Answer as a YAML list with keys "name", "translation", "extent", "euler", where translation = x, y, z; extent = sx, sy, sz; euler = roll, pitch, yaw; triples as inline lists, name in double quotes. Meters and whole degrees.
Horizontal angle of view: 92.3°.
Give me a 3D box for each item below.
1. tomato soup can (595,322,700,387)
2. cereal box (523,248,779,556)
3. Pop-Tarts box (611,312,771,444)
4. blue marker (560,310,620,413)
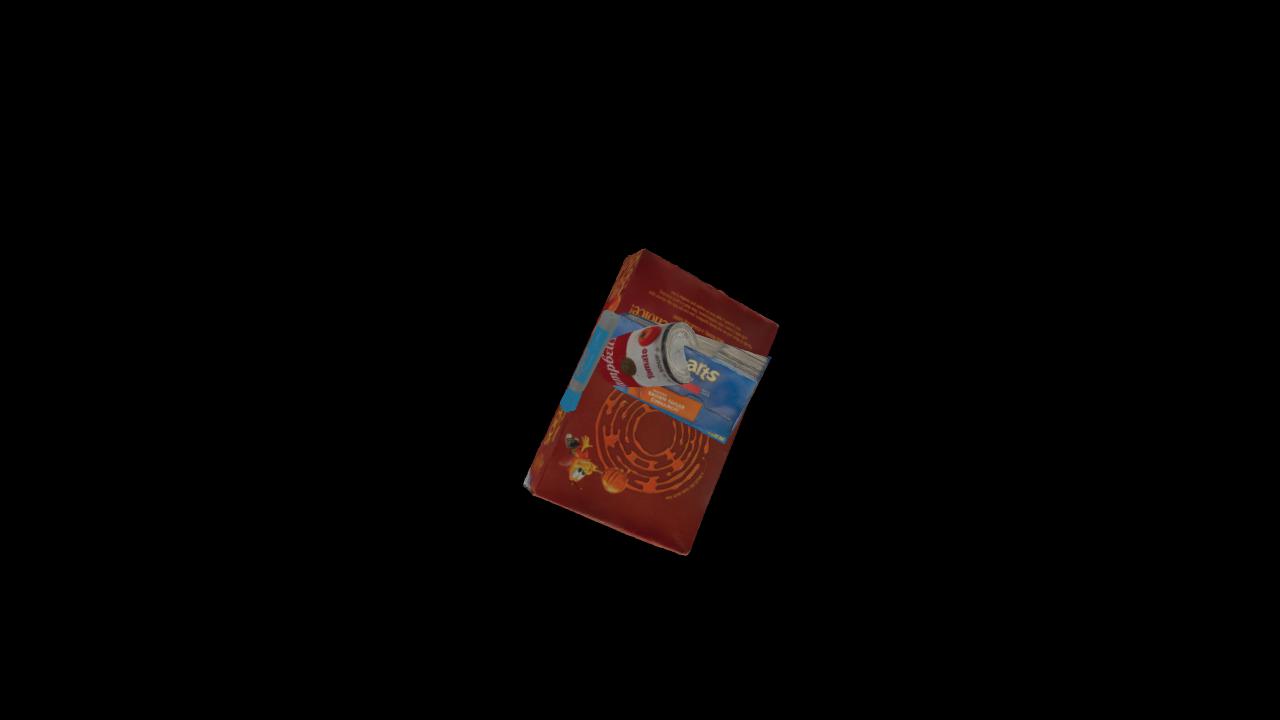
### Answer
- name: "tomato soup can"
  translation: [0.007, -0.003, 0.668]
  extent: [0.101, 0.068, 0.068]
  euler: [-6, -4, 37]
- name: "cereal box"
  translation: [0.017, 0.051, 0.732]
  extent: [0.203, 0.306, 0.081]
  euler: [26, -9, -18]
- name: "Pop-Tarts box"
  translation: [0.054, 0.008, 0.718]
  extent: [0.167, 0.083, 0.141]
  euler: [26, 17, 11]
- name: "blue marker"
  translation: [-0.054, 0.004, 0.636]
  extent: [0.020, 0.121, 0.020]
  euler: [24, 22, -10]
